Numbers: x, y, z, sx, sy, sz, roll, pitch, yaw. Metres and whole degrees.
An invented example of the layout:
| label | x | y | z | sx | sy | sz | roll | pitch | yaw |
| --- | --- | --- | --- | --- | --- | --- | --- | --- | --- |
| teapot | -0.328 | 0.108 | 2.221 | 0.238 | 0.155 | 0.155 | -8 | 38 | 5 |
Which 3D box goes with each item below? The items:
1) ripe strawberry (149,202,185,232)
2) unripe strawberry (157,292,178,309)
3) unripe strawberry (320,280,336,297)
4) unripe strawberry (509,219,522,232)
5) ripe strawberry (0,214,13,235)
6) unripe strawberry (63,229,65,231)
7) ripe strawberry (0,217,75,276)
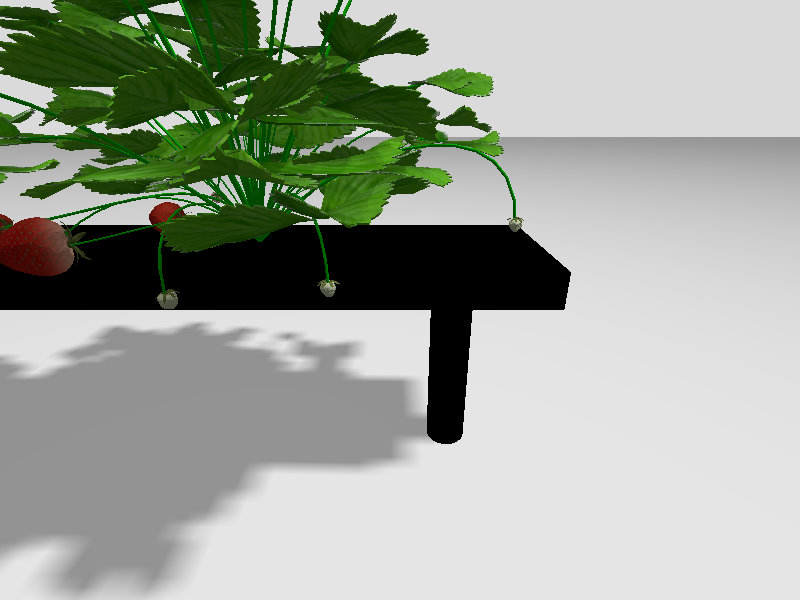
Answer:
| label | x | y | z | sx | sy | sz | roll | pitch | yaw |
| --- | --- | --- | --- | --- | --- | --- | --- | --- | --- |
| ripe strawberry | -0.220 | -0.076 | 0.376 | 0.033 | 0.032 | 0.031 | 6 | 24 | 14 |
| unripe strawberry | -0.128 | 0.001 | 0.222 | 0.011 | 0.010 | 0.010 | 0 | 24 | 1 |
| unripe strawberry | -0.041 | -0.006 | 0.226 | 0.009 | 0.010 | 0.010 | -14 | 27 | -28 |
| unripe strawberry | 0.086 | -0.055 | 0.298 | 0.010 | 0.010 | 0.011 | 6 | 24 | 13 |
| ripe strawberry | -0.364 | -0.065 | 0.358 | 0.027 | 0.026 | 0.025 | 0 | 24 | 1 |
| unripe strawberry | -0.295 | -0.055 | 0.346 | 0.014 | 0.015 | 0.013 | -14 | 24 | 2 |
| ripe strawberry | -0.252 | -0.035 | 0.275 | 0.042 | 0.041 | 0.039 | -16 | 28 | -30 |
